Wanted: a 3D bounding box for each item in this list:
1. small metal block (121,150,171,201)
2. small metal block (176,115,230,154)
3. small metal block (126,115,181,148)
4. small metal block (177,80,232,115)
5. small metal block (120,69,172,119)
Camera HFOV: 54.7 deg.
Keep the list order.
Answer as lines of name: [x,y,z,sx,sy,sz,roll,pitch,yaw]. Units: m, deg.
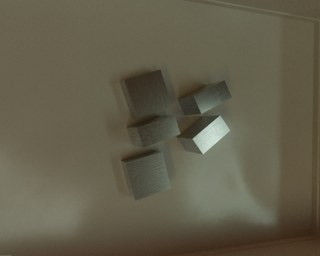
small metal block: [-0.018,0.061,0.405,0.050,0.025,0.050,-15,95,-20]
small metal block: [0.058,0.008,0.420,0.050,0.050,0.025,-39,103,-16]
small metal block: [-0.009,0.003,0.395,0.050,0.050,0.025,-19,97,-19]
small metal block: [0.060,-0.040,0.421,0.050,0.050,0.025,-28,100,-18]
small metal block: [-0.018,-0.044,0.405,0.050,0.025,0.050,-21,97,-19]
